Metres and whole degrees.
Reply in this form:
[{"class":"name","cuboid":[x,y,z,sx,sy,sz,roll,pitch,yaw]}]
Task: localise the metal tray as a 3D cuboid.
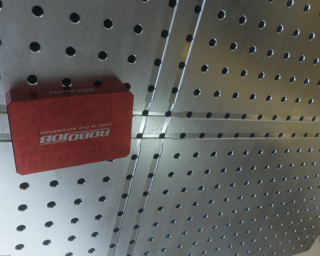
[{"class":"metal tray","cuboid":[-0.099,-0.001,0.354,0.131,0.030,0.089,-8,122,-25]}]
